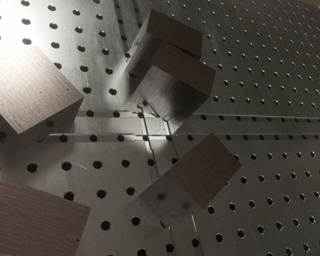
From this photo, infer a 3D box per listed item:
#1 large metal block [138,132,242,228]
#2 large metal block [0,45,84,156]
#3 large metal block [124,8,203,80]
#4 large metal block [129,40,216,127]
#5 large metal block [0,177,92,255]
[{"bbox_3d":[0.033,0.060,0.356,0.050,0.080,0.081,49,51,6],"label":"large metal block"},{"bbox_3d":[-0.145,-0.031,0.334,0.080,0.050,0.080,47,51,4],"label":"large metal block"},{"bbox_3d":[0.004,-0.109,0.443,0.080,0.080,0.050,20,54,-17],"label":"large metal block"},{"bbox_3d":[0.016,-0.057,0.418,0.080,0.080,0.050,27,52,-12],"label":"large metal block"},{"bbox_3d":[-0.117,0.100,0.269,0.080,0.050,0.080,24,53,-14],"label":"large metal block"}]
